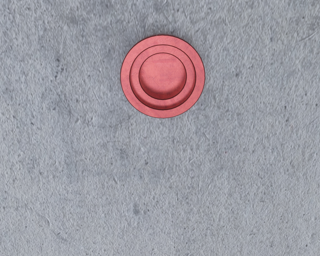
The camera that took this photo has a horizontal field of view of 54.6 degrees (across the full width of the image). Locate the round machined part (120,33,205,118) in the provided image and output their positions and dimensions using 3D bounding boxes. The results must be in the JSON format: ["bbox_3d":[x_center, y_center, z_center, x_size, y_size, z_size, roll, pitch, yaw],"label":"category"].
[{"bbox_3d":[0.003,-0.064,0.377,0.099,0.042,0.097,0,110,0],"label":"round machined part"}]
